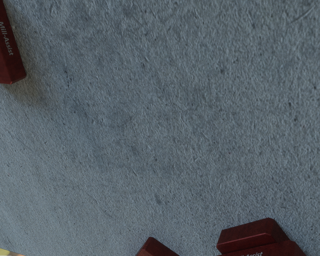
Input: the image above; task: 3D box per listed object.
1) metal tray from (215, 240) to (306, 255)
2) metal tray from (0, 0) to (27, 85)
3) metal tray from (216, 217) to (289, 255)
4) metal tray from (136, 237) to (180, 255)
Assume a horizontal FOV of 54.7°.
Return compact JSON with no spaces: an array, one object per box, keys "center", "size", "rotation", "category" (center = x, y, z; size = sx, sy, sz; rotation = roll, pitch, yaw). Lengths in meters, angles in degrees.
[{"center":[0.143,0.205,0.416],"size":[0.130,0.030,0.090],"rotation":[-32,101,38],"category":"metal tray"},{"center":[-0.260,-0.133,0.458],"size":[0.090,0.030,0.129],"rotation":[8,122,24],"category":"metal tray"},{"center":[0.155,0.194,0.442],"size":[0.090,0.030,0.130],"rotation":[-32,101,38],"category":"metal tray"},{"center":[-0.010,0.266,0.573],"size":[0.090,0.030,0.129],"rotation":[33,129,6],"category":"metal tray"}]
